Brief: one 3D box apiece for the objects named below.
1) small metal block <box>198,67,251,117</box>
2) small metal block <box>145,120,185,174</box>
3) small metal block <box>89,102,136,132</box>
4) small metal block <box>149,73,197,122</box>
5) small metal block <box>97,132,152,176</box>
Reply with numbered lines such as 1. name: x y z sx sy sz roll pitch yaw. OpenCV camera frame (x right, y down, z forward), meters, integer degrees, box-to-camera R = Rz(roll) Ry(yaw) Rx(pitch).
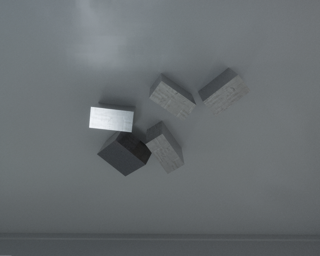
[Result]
1. small metal block: 0.077 -0.045 0.382 0.050 0.050 0.025 -38 106 12
2. small metal block: 0.006 0.024 0.407 0.025 0.050 0.050 -32 107 11
3. small metal block: -0.058 -0.014 0.390 0.050 0.050 0.025 6 100 -3
4. small metal block: 0.015 -0.039 0.384 0.050 0.050 0.025 34 107 -12
5. small metal block: -0.047 0.033 0.411 0.050 0.025 0.050 41 136 -14
